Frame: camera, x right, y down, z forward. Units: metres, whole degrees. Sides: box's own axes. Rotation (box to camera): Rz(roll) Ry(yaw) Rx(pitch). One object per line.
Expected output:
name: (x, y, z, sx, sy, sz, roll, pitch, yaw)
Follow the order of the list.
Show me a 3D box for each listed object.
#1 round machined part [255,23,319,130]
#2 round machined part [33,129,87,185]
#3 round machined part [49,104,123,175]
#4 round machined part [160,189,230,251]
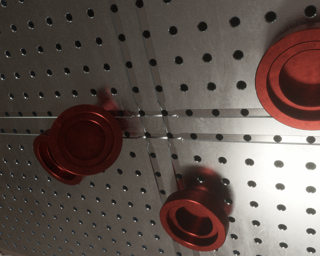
round machined part: (0.144, -0.050, 0.293, 0.098, 0.042, 0.097, 13, 124, 20)
round machined part: (-0.152, 0.041, 0.499, 0.098, 0.042, 0.097, 17, 130, 22)
round machined part: (-0.106, 0.017, 0.440, 0.098, 0.098, 0.042, 52, 162, -9)
round machined part: (0.053, 0.128, 0.451, 0.098, 0.042, 0.097, 13, 124, 20)
